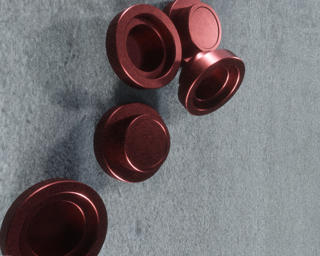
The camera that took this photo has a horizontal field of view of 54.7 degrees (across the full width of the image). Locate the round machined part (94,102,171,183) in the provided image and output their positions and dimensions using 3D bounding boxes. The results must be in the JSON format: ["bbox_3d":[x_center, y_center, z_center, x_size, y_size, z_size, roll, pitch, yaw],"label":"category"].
[{"bbox_3d":[-0.026,0.018,0.374,0.099,0.042,0.097,0,90,-40],"label":"round machined part"}]

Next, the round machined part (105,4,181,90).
[{"bbox_3d":[-0.024,-0.095,0.375,0.099,0.042,0.097,0,90,-40],"label":"round machined part"}]

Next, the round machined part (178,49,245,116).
[{"bbox_3d":[0.065,-0.067,0.429,0.099,0.042,0.097,-25,145,-19],"label":"round machined part"}]

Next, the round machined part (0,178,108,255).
[{"bbox_3d":[-0.105,0.098,0.307,0.099,0.042,0.097,0,90,-40],"label":"round machined part"}]

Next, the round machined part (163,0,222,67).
[{"bbox_3d":[0.049,-0.137,0.437,0.099,0.042,0.097,0,90,-40],"label":"round machined part"}]
